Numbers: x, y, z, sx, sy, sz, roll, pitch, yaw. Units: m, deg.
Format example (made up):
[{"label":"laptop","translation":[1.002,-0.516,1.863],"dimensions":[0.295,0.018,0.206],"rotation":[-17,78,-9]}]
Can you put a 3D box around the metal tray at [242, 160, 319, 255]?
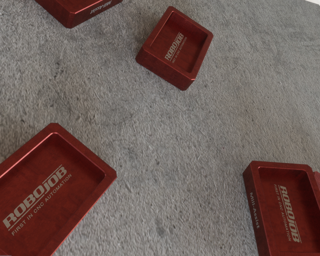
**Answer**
[{"label":"metal tray","translation":[0.165,0.107,0.399],"dimensions":[0.091,0.030,0.130],"rotation":[5,52,-8]}]

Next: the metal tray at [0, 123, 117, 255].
[{"label":"metal tray","translation":[-0.115,0.066,0.297],"dimensions":[0.090,0.030,0.131],"rotation":[40,51,-1]}]

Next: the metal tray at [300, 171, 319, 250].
[{"label":"metal tray","translation":[0.241,0.139,0.446],"dimensions":[0.090,0.030,0.130],"rotation":[33,51,-7]}]

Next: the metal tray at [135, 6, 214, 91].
[{"label":"metal tray","translation":[0.027,-0.130,0.493],"dimensions":[0.090,0.030,0.130],"rotation":[31,52,-8]}]

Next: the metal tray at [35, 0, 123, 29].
[{"label":"metal tray","translation":[-0.122,-0.210,0.462],"dimensions":[0.090,0.030,0.131],"rotation":[42,51,0]}]
